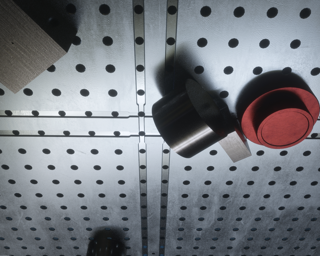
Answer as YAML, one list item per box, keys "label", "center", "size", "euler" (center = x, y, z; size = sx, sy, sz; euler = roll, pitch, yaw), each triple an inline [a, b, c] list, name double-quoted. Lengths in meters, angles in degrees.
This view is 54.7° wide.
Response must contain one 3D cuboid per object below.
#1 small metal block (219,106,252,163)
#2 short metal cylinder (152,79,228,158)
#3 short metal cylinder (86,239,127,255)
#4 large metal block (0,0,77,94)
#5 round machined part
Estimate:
- label: "small metal block"
  center: [0.093, 0.008, 0.404]
  size: [0.025, 0.050, 0.050]
  euler: [-27, 125, 21]
- label: "short metal cylinder"
  center: [0.036, -0.011, 0.367]
  size: [0.050, 0.080, 0.080]
  euler: [-35, 122, 25]
- label: "short metal cylinder"
  center: [-0.108, 0.265, 0.620]
  size: [0.081, 0.050, 0.079]
  euler: [0, 130, 0]
- label: "large metal block"
  center: [-0.146, -0.095, 0.313]
  size: [0.080, 0.050, 0.080]
  euler: [-30, 125, 22]
- label: "round machined part"
  center: [0.152, -0.011, 0.394]
  size: [0.099, 0.042, 0.097]
  euler: [-1, 130, 0]
